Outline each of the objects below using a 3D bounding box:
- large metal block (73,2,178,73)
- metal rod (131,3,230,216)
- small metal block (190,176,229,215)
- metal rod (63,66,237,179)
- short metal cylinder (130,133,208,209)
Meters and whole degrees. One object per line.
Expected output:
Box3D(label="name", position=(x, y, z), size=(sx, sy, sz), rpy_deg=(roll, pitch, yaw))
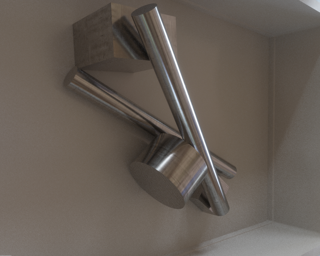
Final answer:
Box3D(label="large metal block", position=(-0.039, -0.093, 0.339), size=(0.081, 0.080, 0.050), rpy_deg=(-5, 94, -40))
Box3D(label="metal rod", position=(0.037, 0.006, 0.362), size=(0.025, 0.025, 0.299), rpy_deg=(-48, 131, -29))
Box3D(label="small metal block", position=(0.073, 0.096, 0.469), size=(0.050, 0.025, 0.050), rpy_deg=(46, 63, -31))
Box3D(label="metal rod", position=(0.010, 0.008, 0.415), size=(0.301, 0.025, 0.025), rpy_deg=(31, 71, -36))
Box3D(label="short metal cylinder", position=(0.010, 0.053, 0.379), size=(0.050, 0.080, 0.080), rpy_deg=(-48, 119, -30))
